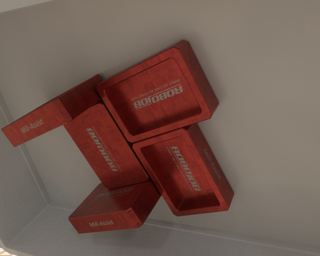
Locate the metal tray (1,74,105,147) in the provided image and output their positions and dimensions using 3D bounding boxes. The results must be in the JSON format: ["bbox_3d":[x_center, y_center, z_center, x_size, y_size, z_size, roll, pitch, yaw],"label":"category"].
[{"bbox_3d":[-0.141,-0.023,0.420,0.130,0.090,0.030,-19,108,35],"label":"metal tray"}]

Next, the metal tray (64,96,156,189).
[{"bbox_3d":[-0.074,0.024,0.454,0.090,0.030,0.130,-19,109,35],"label":"metal tray"}]

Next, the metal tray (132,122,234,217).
[{"bbox_3d":[0.032,0.058,0.421,0.090,0.030,0.130,-19,109,35],"label":"metal tray"}]

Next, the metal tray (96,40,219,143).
[{"bbox_3d":[-0.006,-0.039,0.381,0.130,0.030,0.090,-18,109,34],"label":"metal tray"}]

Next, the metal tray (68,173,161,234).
[{"bbox_3d":[-0.063,0.111,0.463,0.130,0.090,0.030,-18,109,35],"label":"metal tray"}]
